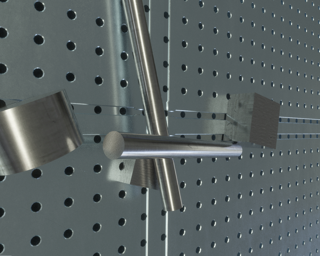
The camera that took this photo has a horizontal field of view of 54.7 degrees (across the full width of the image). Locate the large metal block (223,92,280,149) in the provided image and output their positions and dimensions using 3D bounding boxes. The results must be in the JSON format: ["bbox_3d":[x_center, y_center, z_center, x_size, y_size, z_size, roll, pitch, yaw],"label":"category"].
[{"bbox_3d":[0.158,-0.010,0.529,0.081,0.050,0.080,14,81,-39],"label":"large metal block"}]

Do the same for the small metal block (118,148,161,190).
[{"bbox_3d":[-0.020,0.049,0.395,0.050,0.025,0.050,21,77,-38],"label":"small metal block"}]

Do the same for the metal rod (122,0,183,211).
[{"bbox_3d":[-0.013,-0.048,0.379,0.025,0.025,0.298,-12,91,-40],"label":"metal rod"}]

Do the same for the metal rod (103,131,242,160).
[{"bbox_3d":[0.043,0.026,0.394,0.302,0.025,0.025,8,85,-56],"label":"metal rod"}]

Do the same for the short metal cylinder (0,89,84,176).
[{"bbox_3d":[-0.116,0.001,0.278,0.081,0.080,0.050,-28,108,-37],"label":"short metal cylinder"}]
